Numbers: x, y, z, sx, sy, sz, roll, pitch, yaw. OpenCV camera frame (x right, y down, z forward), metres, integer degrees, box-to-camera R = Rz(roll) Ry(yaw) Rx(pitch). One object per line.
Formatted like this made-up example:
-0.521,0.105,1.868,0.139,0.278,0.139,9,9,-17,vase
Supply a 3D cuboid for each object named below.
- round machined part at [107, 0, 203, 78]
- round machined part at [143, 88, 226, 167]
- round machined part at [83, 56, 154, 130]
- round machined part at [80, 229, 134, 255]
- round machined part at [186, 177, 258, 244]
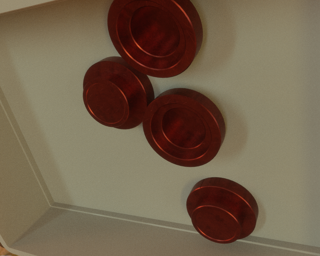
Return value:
-0.002,-0.105,0.324,0.098,0.042,0.097,18,139,16,round machined part
0.032,-0.004,0.378,0.098,0.042,0.097,13,124,21,round machined part
-0.061,-0.040,0.405,0.098,0.042,0.097,13,124,21,round machined part
-0.093,0.220,0.572,0.098,0.042,0.098,15,147,10,round machined part
0.082,0.120,0.429,0.098,0.042,0.097,13,124,21,round machined part
